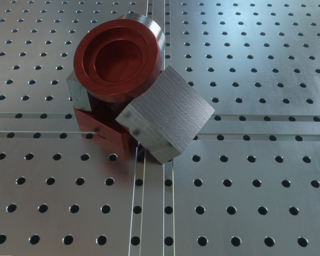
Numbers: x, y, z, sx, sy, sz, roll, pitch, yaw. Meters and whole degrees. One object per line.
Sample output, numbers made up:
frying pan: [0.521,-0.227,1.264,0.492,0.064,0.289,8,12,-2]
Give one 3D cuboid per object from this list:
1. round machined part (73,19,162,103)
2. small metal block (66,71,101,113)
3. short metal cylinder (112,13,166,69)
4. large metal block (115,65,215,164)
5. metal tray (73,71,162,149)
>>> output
round machined part: [-0.046,-0.074,0.361,0.098,0.042,0.098,-4,70,10]
small metal block: [-0.091,-0.057,0.397,0.025,0.050,0.050,15,52,12]
short metal cylinder: [-0.037,-0.106,0.421,0.080,0.080,0.050,10,51,8]
large metal block: [0.007,-0.016,0.381,0.080,0.050,0.080,44,57,-5]
metal tray: [-0.044,-0.040,0.438,0.090,0.030,0.131,28,55,21]
